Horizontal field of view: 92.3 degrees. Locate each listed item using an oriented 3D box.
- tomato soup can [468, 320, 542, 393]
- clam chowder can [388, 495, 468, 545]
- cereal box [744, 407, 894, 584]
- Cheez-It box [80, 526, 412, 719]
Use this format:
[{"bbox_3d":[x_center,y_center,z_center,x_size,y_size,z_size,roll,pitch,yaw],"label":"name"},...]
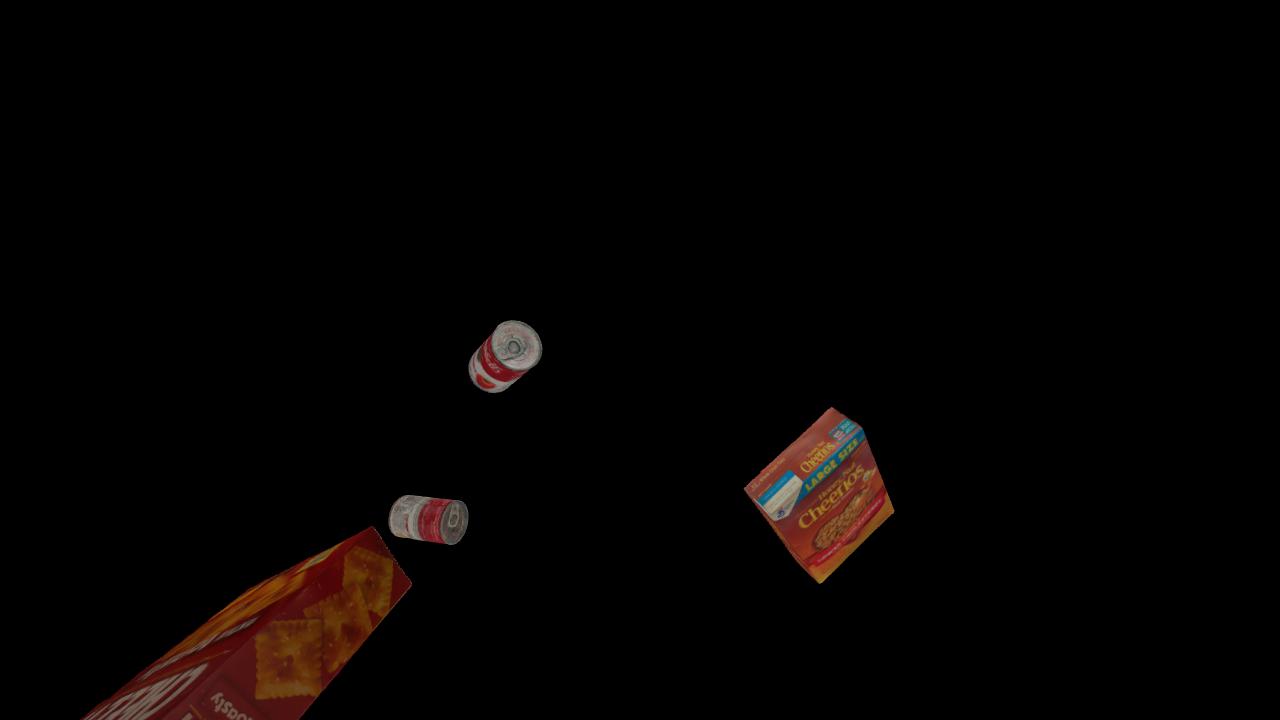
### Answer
[{"bbox_3d":[-0.178,-0.002,0.804,0.068,0.068,0.101,0,-19,-33],"label":"tomato soup can"},{"bbox_3d":[-0.331,0.249,0.962,0.102,0.068,0.068,1,0,20],"label":"clam chowder can"},{"bbox_3d":[0.321,0.244,1.066,0.081,0.203,0.306,42,-9,47],"label":"cereal box"},{"bbox_3d":[-0.294,0.229,0.437,0.166,0.071,0.223,-28,9,17],"label":"Cheez-It box"}]
